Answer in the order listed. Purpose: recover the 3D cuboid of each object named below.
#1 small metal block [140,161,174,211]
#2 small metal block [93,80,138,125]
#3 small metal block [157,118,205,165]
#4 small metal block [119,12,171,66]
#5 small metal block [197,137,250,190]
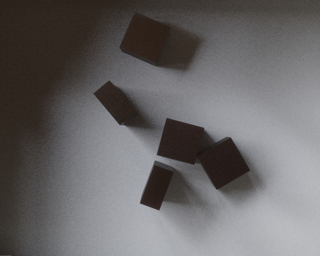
[{"bbox_3d":[-0.004,0.072,0.399,0.025,0.050,0.050,21,90,0],"label":"small metal block"},{"bbox_3d":[-0.055,-0.031,0.398,0.025,0.050,0.050,-40,91,0],"label":"small metal block"},{"bbox_3d":[0.027,0.017,0.412,0.050,0.025,0.050,15,90,-1],"label":"small metal block"},{"bbox_3d":[-0.019,-0.117,0.411,0.050,0.025,0.050,24,90,-1],"label":"small metal block"},{"bbox_3d":[0.083,0.046,0.413,0.050,0.025,0.050,-30,90,-1],"label":"small metal block"}]
